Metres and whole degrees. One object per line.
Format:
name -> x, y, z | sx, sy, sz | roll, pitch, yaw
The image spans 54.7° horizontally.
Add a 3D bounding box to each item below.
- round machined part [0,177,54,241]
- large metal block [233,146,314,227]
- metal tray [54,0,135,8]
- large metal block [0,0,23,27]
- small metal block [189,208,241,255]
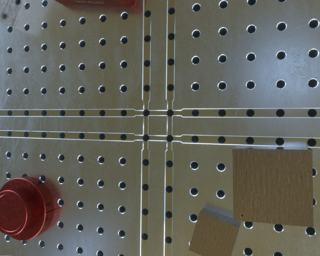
round machined part -> -0.218, 0.127, 0.481 | 0.098, 0.042, 0.097 | 0, 90, 20
large metal block -> 0.128, 0.062, 0.354 | 0.080, 0.050, 0.080 | -1, 90, 20
metal tray -> -0.094, -0.225, 0.443 | 0.130, 0.030, 0.089 | 11, 94, 19
large metal block -> -0.268, -0.220, 0.494 | 0.080, 0.050, 0.080 | 29, 99, 17
small metal block -> 0.069, 0.135, 0.388 | 0.050, 0.025, 0.050 | 17, 96, 19
